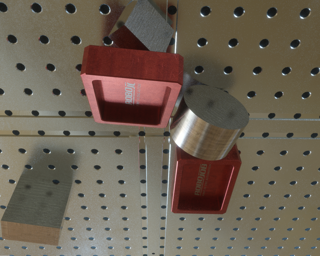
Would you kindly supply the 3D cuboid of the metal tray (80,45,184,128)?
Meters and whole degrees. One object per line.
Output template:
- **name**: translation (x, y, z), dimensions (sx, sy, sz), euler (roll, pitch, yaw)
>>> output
- **metal tray**: translation (-0.030, -0.037, 0.335), dimensions (0.091, 0.030, 0.130), euler (5, 161, -4)

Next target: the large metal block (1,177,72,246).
- **large metal block**: translation (-0.189, 0.129, 0.483), dimensions (0.081, 0.080, 0.050), euler (12, 129, -10)

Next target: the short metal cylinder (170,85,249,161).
- **short metal cylinder**: translation (0.058, -0.008, 0.370), dimensions (0.081, 0.080, 0.050), euler (13, 129, -12)

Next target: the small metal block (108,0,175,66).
- **small metal block**: translation (-0.017, -0.095, 0.310), dimensions (0.025, 0.050, 0.050), euler (-18, 132, 43)

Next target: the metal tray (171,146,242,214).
- **metal tray**: translation (0.066, 0.083, 0.480), dimensions (0.091, 0.030, 0.129), euler (2, 130, -2)
